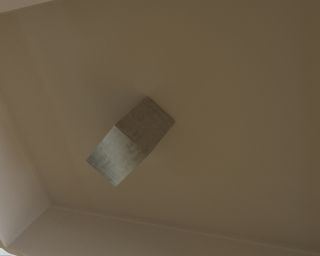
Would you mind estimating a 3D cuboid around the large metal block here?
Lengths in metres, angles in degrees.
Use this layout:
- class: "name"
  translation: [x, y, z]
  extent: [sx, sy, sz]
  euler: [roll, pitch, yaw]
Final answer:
- class: "large metal block"
  translation: [-0.037, 0.017, 0.397]
  extent: [0.050, 0.080, 0.080]
  euler: [43, 129, -2]
